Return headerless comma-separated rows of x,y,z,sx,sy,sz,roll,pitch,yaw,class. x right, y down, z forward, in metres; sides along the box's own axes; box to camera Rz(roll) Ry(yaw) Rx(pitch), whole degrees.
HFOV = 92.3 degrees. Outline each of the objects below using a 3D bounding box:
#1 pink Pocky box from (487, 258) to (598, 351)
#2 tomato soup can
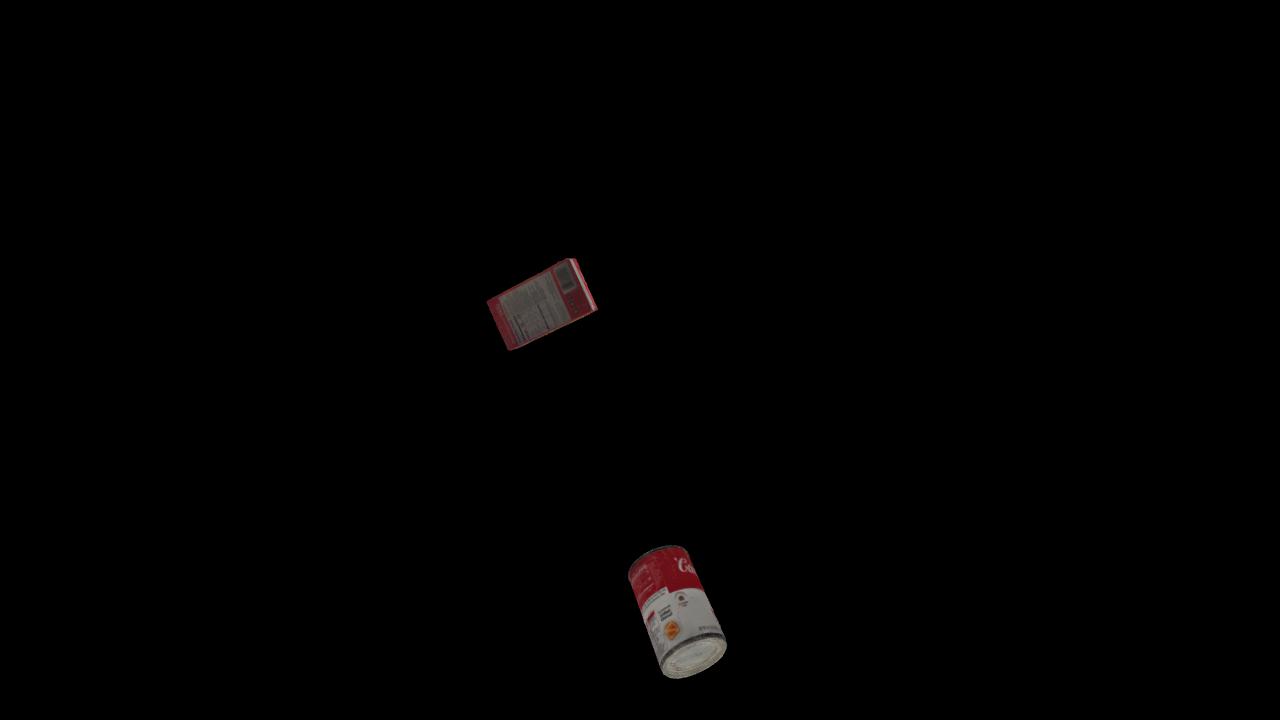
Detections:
-0.145,-0.081,0.906,0.155,0.084,0.029,-24,1,21,pink Pocky box
0.035,0.241,0.595,0.068,0.068,0.101,0,36,-22,tomato soup can
